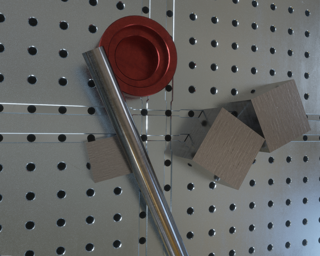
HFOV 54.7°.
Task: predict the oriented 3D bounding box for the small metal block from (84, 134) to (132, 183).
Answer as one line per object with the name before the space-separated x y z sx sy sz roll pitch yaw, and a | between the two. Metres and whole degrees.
small metal block | -0.064 0.036 0.389 0.050 0.025 0.050 -13 95 -20

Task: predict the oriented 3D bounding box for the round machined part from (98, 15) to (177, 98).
round machined part | -0.031 -0.087 0.392 0.099 0.042 0.097 0 90 -20

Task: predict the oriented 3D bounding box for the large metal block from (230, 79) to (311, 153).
large metal block | 0.164 -0.018 0.460 0.081 0.050 0.080 -25 98 -18

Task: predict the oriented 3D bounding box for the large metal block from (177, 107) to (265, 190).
large metal block | 0.084 0.028 0.430 0.080 0.050 0.080 34 79 -17

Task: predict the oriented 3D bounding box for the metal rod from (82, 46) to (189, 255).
metal rod | -0.022 0.048 0.380 0.025 0.025 0.298 -27 108 -18
